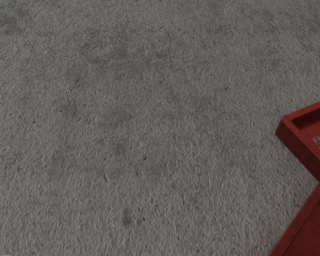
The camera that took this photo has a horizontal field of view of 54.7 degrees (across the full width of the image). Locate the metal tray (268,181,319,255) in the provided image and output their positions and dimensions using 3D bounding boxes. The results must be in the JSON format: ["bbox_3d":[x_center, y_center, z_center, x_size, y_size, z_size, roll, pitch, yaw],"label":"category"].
[{"bbox_3d":[0.166,0.122,0.298,0.090,0.030,0.131,36,58,26],"label":"metal tray"}]

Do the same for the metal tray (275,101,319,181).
[{"bbox_3d":[0.229,0.006,0.396,0.131,0.030,0.090,-20,53,-16],"label":"metal tray"}]
